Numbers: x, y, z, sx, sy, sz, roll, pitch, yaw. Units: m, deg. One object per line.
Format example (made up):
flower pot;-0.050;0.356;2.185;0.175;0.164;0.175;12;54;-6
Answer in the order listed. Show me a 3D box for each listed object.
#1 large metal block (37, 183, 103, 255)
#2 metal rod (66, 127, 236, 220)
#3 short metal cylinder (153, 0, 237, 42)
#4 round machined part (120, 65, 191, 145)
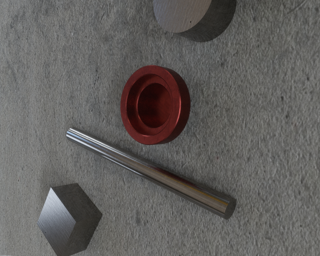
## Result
large metal block;-0.150;0.150;0.509;0.080;0.050;0.079;40;114;32
metal rod;-0.035;0.050;0.431;0.300;0.025;0.025;19;102;38
short metal cylinder;0.039;-0.144;0.355;0.080;0.050;0.079;0;90;39
round machined part;-0.001;-0.028;0.393;0.098;0.042;0.097;0;90;39
